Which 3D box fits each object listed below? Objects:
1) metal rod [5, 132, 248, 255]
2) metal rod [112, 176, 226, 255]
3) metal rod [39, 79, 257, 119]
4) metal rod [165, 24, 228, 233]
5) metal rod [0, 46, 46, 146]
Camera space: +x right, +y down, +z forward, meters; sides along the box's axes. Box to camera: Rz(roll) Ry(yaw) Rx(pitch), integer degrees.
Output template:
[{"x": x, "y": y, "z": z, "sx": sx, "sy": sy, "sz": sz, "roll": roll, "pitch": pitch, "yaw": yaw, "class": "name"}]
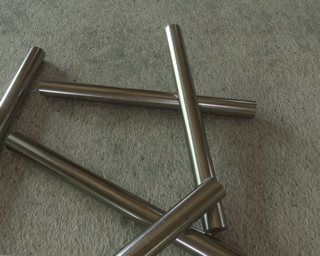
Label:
[{"x": -0.053, "y": 0.074, "z": 0.340, "sx": 0.301, "sy": 0.025, "sz": 0.025, "roll": 24, "pitch": 54, "yaw": 18, "class": "metal rod"}, {"x": -0.059, "y": 0.141, "z": 0.263, "sx": 0.302, "sy": 0.025, "sz": 0.025, "roll": -35, "pitch": 58, "yaw": -19, "class": "metal rod"}, {"x": -0.020, "y": -0.041, "z": 0.437, "sx": 0.302, "sy": 0.025, "sz": 0.025, "roll": 6, "pitch": 50, "yaw": 5, "class": "metal rod"}, {"x": 0.038, "y": -0.022, "z": 0.394, "sx": 0.025, "sy": 0.025, "sz": 0.299, "roll": -5, "pitch": 59, "yaw": -5, "class": "metal rod"}, {"x": -0.209, "y": -0.008, "z": 0.406, "sx": 0.025, "sy": 0.025, "sz": 0.300, "roll": 4, "pitch": 50, "yaw": 2, "class": "metal rod"}]
